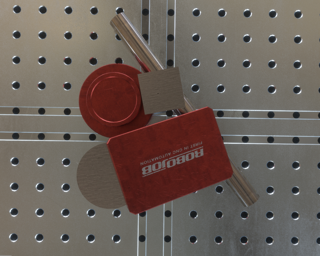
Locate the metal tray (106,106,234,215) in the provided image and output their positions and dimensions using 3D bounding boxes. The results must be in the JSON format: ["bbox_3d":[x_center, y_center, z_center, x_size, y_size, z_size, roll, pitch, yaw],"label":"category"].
[{"bbox_3d":[0.012,0.036,0.369,0.131,0.030,0.090,-18,90,-13],"label":"metal tray"}]

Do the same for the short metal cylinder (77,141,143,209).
[{"bbox_3d":[-0.060,0.057,0.396,0.081,0.050,0.079,0,90,0],"label":"short metal cylinder"}]

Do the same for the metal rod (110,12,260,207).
[{"bbox_3d":[0.033,-0.024,0.410,0.025,0.025,0.299,-36,90,0],"label":"metal rod"}]

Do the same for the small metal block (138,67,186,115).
[{"bbox_3d":[0.003,-0.046,0.386,0.050,0.025,0.050,-10,93,5],"label":"small metal block"}]

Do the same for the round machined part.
[{"bbox_3d":[-0.056,-0.035,0.400,0.099,0.042,0.097,0,90,1],"label":"round machined part"}]
